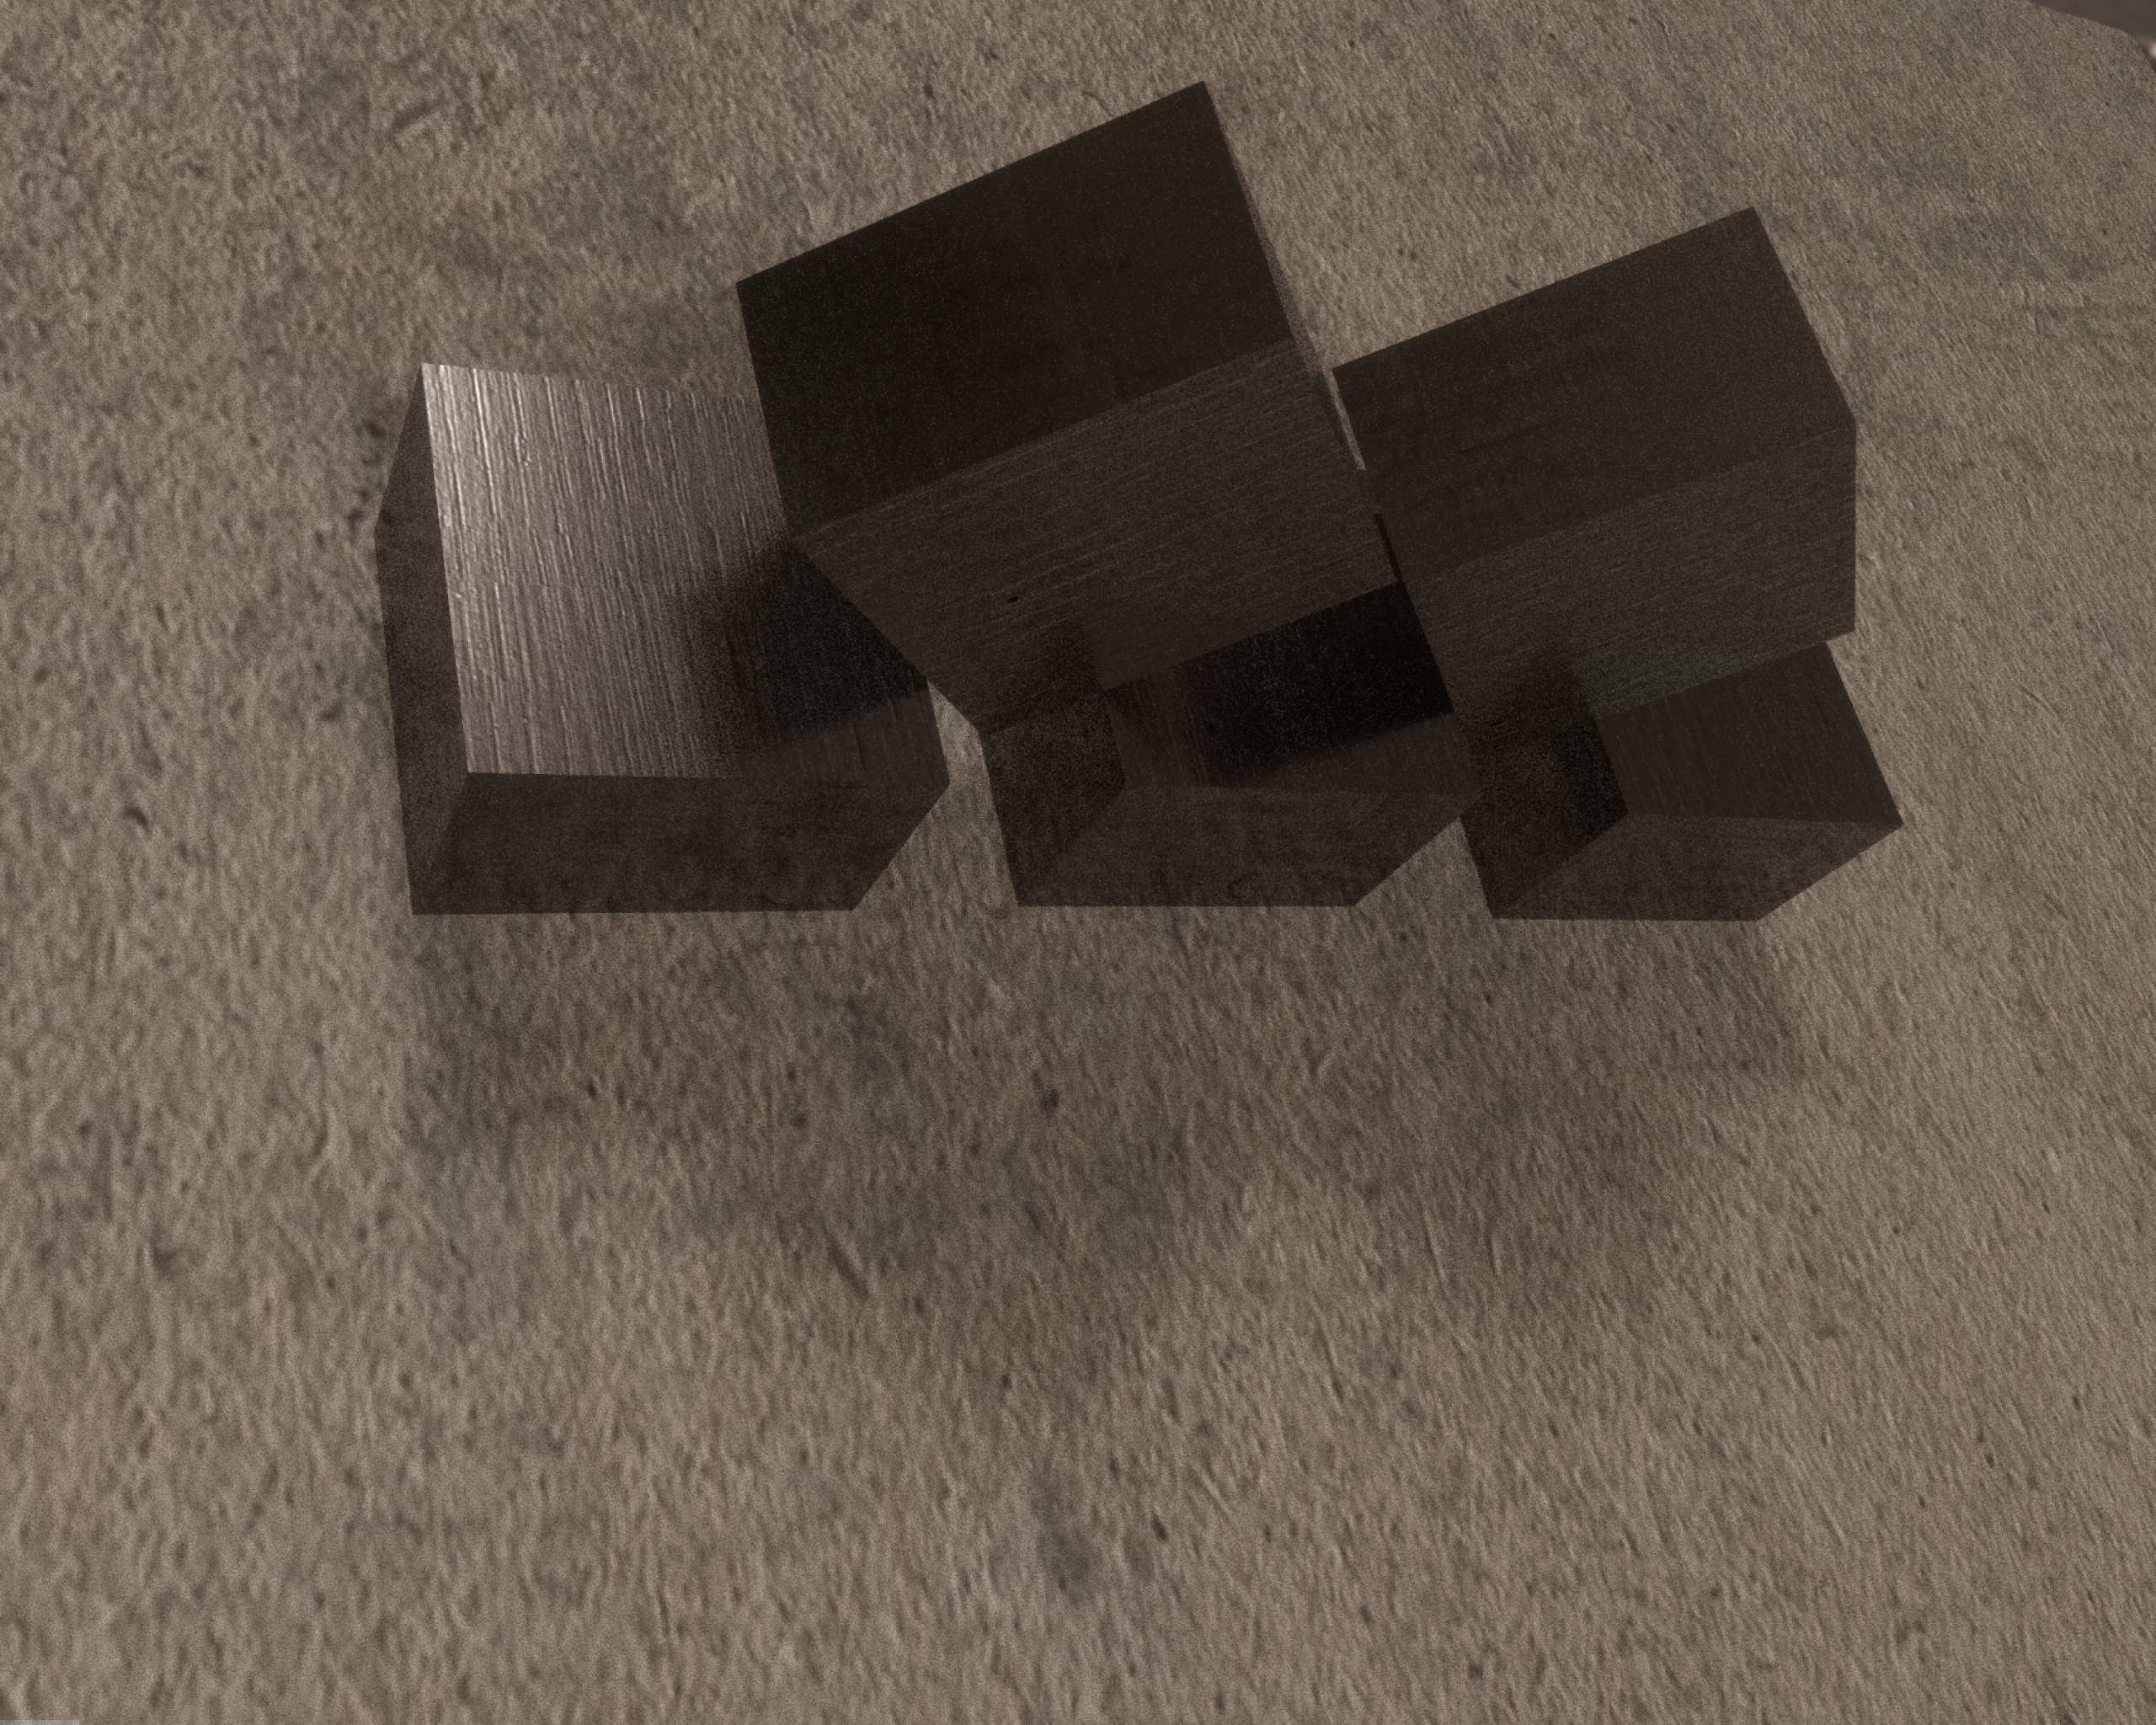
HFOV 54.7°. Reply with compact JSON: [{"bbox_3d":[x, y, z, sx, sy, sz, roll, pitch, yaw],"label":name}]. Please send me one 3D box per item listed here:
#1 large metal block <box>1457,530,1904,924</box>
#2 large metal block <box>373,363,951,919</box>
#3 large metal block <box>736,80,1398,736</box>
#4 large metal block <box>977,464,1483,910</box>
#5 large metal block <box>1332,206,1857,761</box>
[{"bbox_3d":[0.130,-0.033,0.482,0.081,0.050,0.080,1,61,-28],"label":"large metal block"},{"bbox_3d":[-0.077,-0.037,0.372,0.081,0.050,0.080,0,62,-29],"label":"large metal block"},{"bbox_3d":[0.001,-0.071,0.351,0.080,0.080,0.050,45,27,-63],"label":"large metal block"},{"bbox_3d":[0.025,-0.037,0.427,0.081,0.050,0.080,1,62,-28],"label":"large metal block"},{"bbox_3d":[0.103,-0.070,0.409,0.080,0.080,0.050,-19,64,12],"label":"large metal block"}]
